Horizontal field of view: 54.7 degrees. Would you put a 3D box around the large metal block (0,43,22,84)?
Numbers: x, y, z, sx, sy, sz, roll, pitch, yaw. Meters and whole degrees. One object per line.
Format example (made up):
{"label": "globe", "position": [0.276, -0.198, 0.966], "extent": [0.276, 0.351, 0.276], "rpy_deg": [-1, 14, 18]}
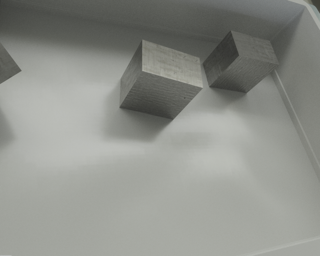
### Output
{"label": "large metal block", "position": [-0.192, -0.067, 0.290], "extent": [0.050, 0.080, 0.080], "rpy_deg": [-51, 120, -39]}

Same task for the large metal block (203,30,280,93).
{"label": "large metal block", "position": [0.130, -0.105, 0.507], "extent": [0.081, 0.080, 0.050], "rpy_deg": [5, 60, -26]}

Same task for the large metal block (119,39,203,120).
{"label": "large metal block", "position": [-0.001, -0.060, 0.408], "extent": [0.081, 0.080, 0.050], "rpy_deg": [12, 57, -22]}
